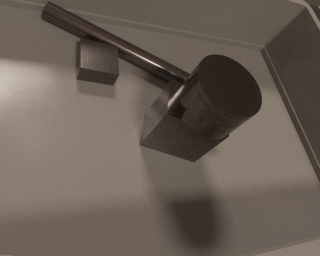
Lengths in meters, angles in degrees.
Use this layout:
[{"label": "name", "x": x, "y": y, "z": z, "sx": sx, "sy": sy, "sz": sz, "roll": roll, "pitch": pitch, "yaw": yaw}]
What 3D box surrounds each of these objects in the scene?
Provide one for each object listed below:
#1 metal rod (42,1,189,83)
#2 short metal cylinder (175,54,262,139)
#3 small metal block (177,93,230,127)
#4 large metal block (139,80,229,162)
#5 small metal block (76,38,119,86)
[{"label": "metal rod", "x": -0.021, "y": -0.100, "z": 0.456, "sx": 0.302, "sy": 0.025, "sz": 0.025, "roll": 24, "pitch": 53, "yaw": -14}, {"label": "short metal cylinder", "x": 0.064, "y": -0.034, "z": 0.344, "sx": 0.081, "sy": 0.050, "sz": 0.080, "roll": 14, "pitch": 56, "yaw": -21}, {"label": "small metal block", "x": 0.060, "y": -0.024, "z": 0.439, "sx": 0.050, "sy": 0.050, "sz": 0.025, "roll": 0, "pitch": 62, "yaw": -29}, {"label": "large metal block", "x": 0.029, "y": -0.005, "z": 0.391, "sx": 0.081, "sy": 0.080, "sz": 0.050, "roll": 19, "pitch": 55, "yaw": -18}, {"label": "small metal block", "x": -0.084, "y": -0.088, "z": 0.415, "sx": 0.050, "sy": 0.025, "sz": 0.050, "roll": 7, "pitch": 59, "yaw": -25}]
